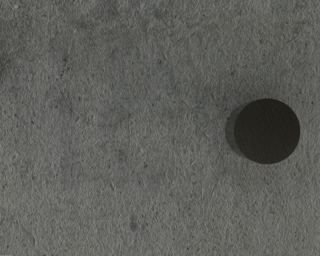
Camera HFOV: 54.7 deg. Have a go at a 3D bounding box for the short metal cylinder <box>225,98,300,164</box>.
[{"bbox_3d":[0.129,0.004,0.398,0.081,0.050,0.080,0,90,0],"label":"short metal cylinder"}]
